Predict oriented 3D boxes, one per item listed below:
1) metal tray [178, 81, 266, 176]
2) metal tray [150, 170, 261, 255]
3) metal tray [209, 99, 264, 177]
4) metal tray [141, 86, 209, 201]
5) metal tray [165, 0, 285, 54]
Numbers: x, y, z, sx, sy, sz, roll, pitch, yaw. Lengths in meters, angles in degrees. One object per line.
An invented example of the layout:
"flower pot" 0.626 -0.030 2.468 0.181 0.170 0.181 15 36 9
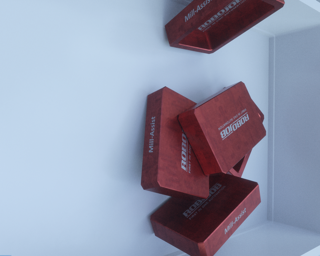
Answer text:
"metal tray" 0.091 -0.003 0.428 0.131 0.030 0.090 -31 97 -42
"metal tray" 0.063 0.109 0.417 0.131 0.090 0.030 -32 118 -36
"metal tray" 0.118 0.007 0.504 0.090 0.030 0.130 43 64 -32
"metal tray" 0.023 0.022 0.402 0.090 0.030 0.130 24 59 -38
"metal tray" 0.081 -0.146 0.406 0.091 0.130 0.030 -2 73 -40
